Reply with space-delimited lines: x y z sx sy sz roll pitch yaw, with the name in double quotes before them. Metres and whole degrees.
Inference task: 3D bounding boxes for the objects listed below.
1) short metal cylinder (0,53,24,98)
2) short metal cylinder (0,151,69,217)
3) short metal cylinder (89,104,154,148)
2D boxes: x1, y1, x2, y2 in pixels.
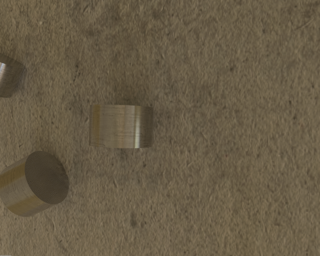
"short metal cylinder" -0.255 -0.086 0.468 0.080 0.080 0.050 29 100 17
"short metal cylinder" -0.178 0.079 0.441 0.050 0.080 0.080 -27 81 18
"short metal cylinder" -0.049 -0.003 0.396 0.080 0.080 0.050 2 91 19
